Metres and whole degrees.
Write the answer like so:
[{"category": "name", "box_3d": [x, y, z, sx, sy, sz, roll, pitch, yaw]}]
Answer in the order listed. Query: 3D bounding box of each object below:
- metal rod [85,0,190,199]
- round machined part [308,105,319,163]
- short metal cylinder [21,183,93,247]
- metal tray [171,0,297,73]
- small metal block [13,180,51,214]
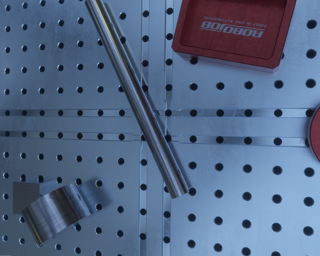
[{"category": "metal rod", "box_3d": [-0.035, -0.048, 0.423, 0.025, 0.025, 0.299, -27, 81, 17]}, {"category": "round machined part", "box_3d": [0.211, 0.007, 0.330, 0.098, 0.042, 0.097, 0, 90, 19]}, {"category": "short metal cylinder", "box_3d": [-0.142, 0.120, 0.432, 0.080, 0.080, 0.050, -36, 79, 16]}, {"category": "metal tray", "box_3d": [0.088, -0.125, 0.378, 0.130, 0.030, 0.089, 15, 95, 19]}, {"category": "small metal block", "box_3d": [-0.199, 0.107, 0.481, 0.050, 0.025, 0.050, 0, 90, 19]}]
